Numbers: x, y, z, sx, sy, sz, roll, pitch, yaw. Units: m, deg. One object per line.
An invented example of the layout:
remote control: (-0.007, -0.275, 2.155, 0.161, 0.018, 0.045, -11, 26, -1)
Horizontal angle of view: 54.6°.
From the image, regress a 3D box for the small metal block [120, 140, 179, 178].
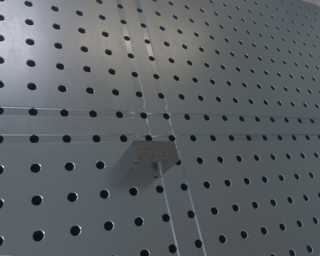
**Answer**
small metal block: (-0.014, 0.037, 0.362, 0.050, 0.050, 0.025, 2, 61, -27)
